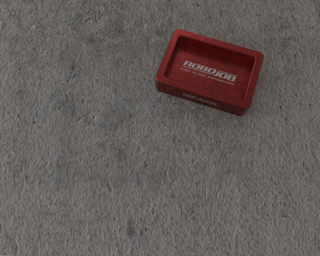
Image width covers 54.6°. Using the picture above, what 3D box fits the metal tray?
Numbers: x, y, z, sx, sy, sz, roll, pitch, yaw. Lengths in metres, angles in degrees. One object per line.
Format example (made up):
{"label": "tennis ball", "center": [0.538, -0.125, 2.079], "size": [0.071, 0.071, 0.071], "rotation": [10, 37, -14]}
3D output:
{"label": "metal tray", "center": [0.069, -0.079, 0.434], "size": [0.130, 0.030, 0.090], "rotation": [18, 71, 6]}
